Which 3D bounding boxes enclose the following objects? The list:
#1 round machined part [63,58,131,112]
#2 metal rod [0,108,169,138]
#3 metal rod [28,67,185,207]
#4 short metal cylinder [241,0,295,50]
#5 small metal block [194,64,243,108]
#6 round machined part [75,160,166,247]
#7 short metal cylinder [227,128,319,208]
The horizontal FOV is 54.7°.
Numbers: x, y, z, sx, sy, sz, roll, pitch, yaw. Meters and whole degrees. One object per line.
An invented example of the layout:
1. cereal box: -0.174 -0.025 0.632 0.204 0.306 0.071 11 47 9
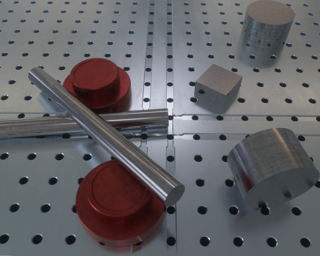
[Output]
1. round machined part: -0.092 -0.065 0.450 0.099 0.042 0.098 0 50 0
2. metal rod: -0.140 -0.004 0.409 0.302 0.025 0.025 -4 50 -4
3. metal rod: -0.085 -0.008 0.373 0.025 0.025 0.300 -34 49 -25
4. short metal cylinder: 0.188 -0.181 0.545 0.080 0.050 0.080 0 50 0
5. small metal block: 0.087 -0.064 0.462 0.050 0.025 0.050 30 56 22
6. round machined part: -0.042 0.072 0.335 0.099 0.042 0.098 0 50 0
7. short metal cylinder: 0.120 0.045 0.335 0.081 0.080 0.050 -9 51 -8
